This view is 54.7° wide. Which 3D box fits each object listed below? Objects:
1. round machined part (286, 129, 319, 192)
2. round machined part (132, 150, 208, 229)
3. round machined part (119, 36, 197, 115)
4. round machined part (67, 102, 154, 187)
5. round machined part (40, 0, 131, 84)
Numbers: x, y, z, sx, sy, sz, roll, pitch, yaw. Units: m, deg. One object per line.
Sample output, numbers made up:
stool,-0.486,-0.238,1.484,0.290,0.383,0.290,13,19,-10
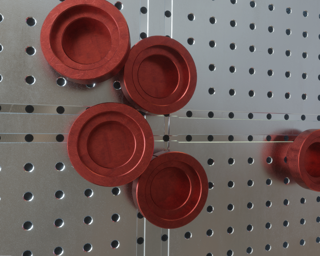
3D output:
round machined part,0.244,0.050,0.496,0.099,0.042,0.097,0,90,-21
round machined part,0.011,0.078,0.409,0.099,0.042,0.097,0,90,-21
round machined part,-0.005,-0.066,0.402,0.099,0.042,0.097,0,91,-22
round machined part,-0.059,0.021,0.375,0.099,0.042,0.097,1,82,-8
round machined part,-0.083,-0.098,0.363,0.099,0.042,0.097,0,83,-1
